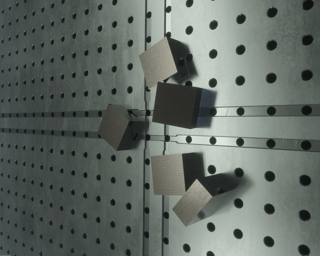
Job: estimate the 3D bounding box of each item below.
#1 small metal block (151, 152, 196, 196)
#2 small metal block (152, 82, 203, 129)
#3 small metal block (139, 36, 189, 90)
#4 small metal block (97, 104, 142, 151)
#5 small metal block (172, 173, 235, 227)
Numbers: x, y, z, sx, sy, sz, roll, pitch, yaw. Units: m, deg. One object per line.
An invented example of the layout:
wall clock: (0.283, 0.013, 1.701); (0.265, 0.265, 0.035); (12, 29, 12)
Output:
small metal block: (0.017, 0.058, 0.393); (0.050, 0.025, 0.050); (-9, 85, 39)
small metal block: (0.021, -0.028, 0.381); (0.050, 0.025, 0.050); (11, 98, 21)
small metal block: (0.004, -0.082, 0.404); (0.050, 0.025, 0.050); (-26, 74, 37)
small metal block: (-0.061, -0.001, 0.457); (0.050, 0.025, 0.050); (38, 113, 33)
small metal block: (0.050, 0.081, 0.351); (0.025, 0.050, 0.050); (48, 118, 29)
